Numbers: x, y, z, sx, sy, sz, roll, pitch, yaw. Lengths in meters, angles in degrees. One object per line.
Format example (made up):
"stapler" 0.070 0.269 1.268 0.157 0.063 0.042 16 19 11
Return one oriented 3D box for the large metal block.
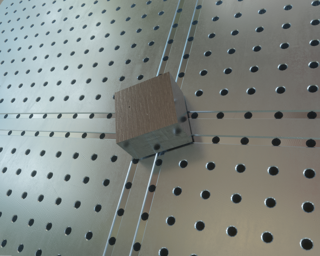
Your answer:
"large metal block" -0.010 -0.015 0.402 0.080 0.050 0.080 -19 55 17
